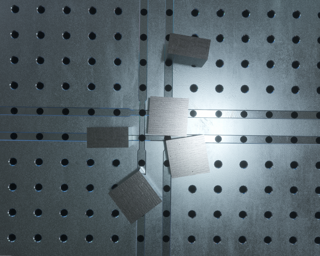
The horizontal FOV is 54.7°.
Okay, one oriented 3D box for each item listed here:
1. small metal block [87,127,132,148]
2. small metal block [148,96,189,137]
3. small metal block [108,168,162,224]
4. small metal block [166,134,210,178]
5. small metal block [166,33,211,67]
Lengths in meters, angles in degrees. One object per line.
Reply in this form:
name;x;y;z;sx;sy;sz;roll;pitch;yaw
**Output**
small metal block;-0.063;0.011;0.400;0.050;0.050;0.025;-1;90;-1
small metal block;0.011;-0.015;0.414;0.050;0.025;0.050;4;90;-1
small metal block;-0.032;0.090;0.413;0.050;0.025;0.050;-37;90;0
small metal block;0.036;0.037;0.414;0.050;0.025;0.050;-9;90;-1
small metal block;0.035;-0.100;0.401;0.050;0.050;0.025;9;90;-1
